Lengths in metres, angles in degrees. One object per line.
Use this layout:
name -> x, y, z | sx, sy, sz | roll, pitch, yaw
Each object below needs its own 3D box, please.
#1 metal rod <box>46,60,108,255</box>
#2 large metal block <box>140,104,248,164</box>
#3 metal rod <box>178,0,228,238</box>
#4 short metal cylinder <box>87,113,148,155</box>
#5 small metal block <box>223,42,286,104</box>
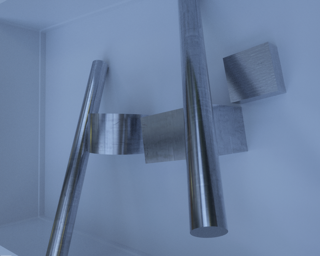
metal rod -> -0.109, 0.036, 0.421 | 0.025, 0.025, 0.299 | -15, 58, 39
large metal block -> 0.038, 0.007, 0.338 | 0.080, 0.081, 0.050 | -11, 83, 39
metal rod -> 0.033, -0.052, 0.293 | 0.025, 0.025, 0.300 | -31, 44, 35
short metal cylinder -> -0.055, 0.007, 0.415 | 0.080, 0.081, 0.050 | 2, 91, 39
small metal block -> 0.098, -0.056, 0.325 | 0.050, 0.025, 0.050 | -14, 81, 39
